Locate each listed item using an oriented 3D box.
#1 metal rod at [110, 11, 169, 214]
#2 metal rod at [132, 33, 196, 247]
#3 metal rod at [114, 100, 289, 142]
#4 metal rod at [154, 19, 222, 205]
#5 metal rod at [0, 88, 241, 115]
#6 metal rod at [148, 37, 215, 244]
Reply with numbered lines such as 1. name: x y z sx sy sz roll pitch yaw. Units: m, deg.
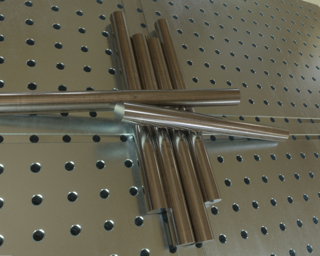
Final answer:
1. metal rod: -0.033 -0.038 0.412 0.025 0.025 0.299 1 61 -28
2. metal rod: -0.003 -0.003 0.406 0.025 0.025 0.299 1 61 -28
3. metal rod: 0.079 -0.004 0.426 0.302 0.025 0.025 7 59 -35
4. metal rod: 0.033 -0.040 0.449 0.025 0.025 0.299 1 61 -28
5. metal rod: -0.037 -0.034 0.379 0.302 0.025 0.025 -4 63 -20
6. metal rod: 0.020 -0.001 0.420 0.025 0.025 0.299 1 61 -28
